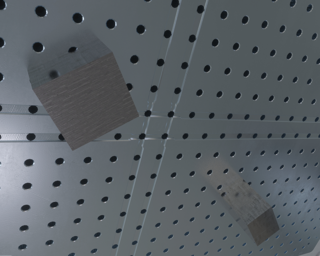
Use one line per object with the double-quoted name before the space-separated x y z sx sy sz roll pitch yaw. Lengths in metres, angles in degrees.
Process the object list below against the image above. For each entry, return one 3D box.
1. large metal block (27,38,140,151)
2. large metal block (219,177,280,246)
"large metal block" -0.079 -0.036 0.329 0.080 0.050 0.080 -28 128 -10
"large metal block" 0.159 0.149 0.553 0.050 0.080 0.080 -35 129 -5
